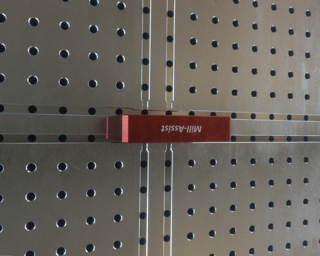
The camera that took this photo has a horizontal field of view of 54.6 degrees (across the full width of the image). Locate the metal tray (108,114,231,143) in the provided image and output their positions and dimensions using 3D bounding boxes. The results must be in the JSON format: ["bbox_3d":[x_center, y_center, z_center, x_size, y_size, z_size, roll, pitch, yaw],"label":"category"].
[{"bbox_3d":[0.009,0.001,0.381,0.131,0.090,0.030,0,90,-20],"label":"metal tray"}]
